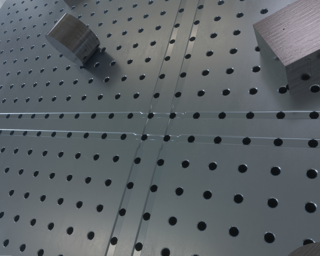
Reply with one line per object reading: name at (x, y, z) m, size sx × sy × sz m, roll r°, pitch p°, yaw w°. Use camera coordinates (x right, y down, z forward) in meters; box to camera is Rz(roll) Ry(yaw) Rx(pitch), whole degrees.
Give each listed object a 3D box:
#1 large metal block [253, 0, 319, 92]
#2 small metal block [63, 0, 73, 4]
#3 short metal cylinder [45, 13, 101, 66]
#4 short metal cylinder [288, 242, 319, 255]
large metal block at (0.169, -0.102, 0.366) m, size 0.080 × 0.050 × 0.080 m, roll -27°, pitch 52°, yaw 11°
small metal block at (-0.207, -0.321, 0.714) m, size 0.050 × 0.025 × 0.050 m, roll -31°, pitch 52°, yaw 8°
short metal cylinder at (-0.154, -0.155, 0.549) m, size 0.080 × 0.080 × 0.050 m, roll 28°, pitch 77°, yaw 37°
short metal cylinder at (0.134, 0.135, 0.239) m, size 0.080 × 0.050 × 0.080 m, roll -13°, pitch 56°, yaw 21°
